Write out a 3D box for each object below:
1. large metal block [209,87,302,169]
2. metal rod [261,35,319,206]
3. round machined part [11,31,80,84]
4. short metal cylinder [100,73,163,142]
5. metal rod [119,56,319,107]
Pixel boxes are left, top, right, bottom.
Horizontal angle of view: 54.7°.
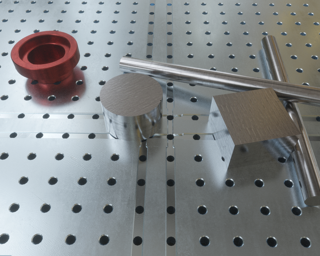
[{"bbox_3d":[0.115,-0.001,0.393,0.081,0.050,0.080,-9,51,-8],"label":"large metal block"},{"bbox_3d":[0.179,-0.034,0.437,0.025,0.025,0.300,2,50,2],"label":"metal rod"},{"bbox_3d":[-0.175,-0.107,0.485,0.099,0.042,0.098,0,50,0],"label":"round machined part"},{"bbox_3d":[-0.037,-0.029,0.415,0.081,0.050,0.080,0,50,0],"label":"short metal cylinder"},{"bbox_3d":[0.081,-0.070,0.446,0.301,0.025,0.025,13,51,18],"label":"metal rod"}]
